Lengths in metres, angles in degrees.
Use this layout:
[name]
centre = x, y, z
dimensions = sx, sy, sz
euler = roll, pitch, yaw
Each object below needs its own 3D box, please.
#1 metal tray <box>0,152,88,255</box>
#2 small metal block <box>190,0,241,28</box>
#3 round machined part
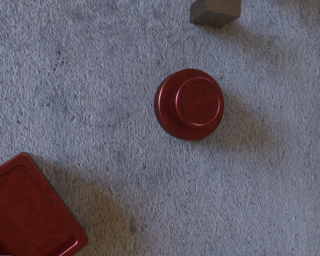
[metal tray]
centre = -0.155, 0.104, 0.349
dimensions = 0.090, 0.030, 0.130
euler = -35, 102, -17
[small metal block]
centre = 0.075, -0.161, 0.424
dimensions = 0.050, 0.050, 0.025
euler = 3, 89, -20
[round machined part]
centre = 0.045, -0.032, 0.418
dimensions = 0.099, 0.042, 0.097
euler = 0, 90, -21
